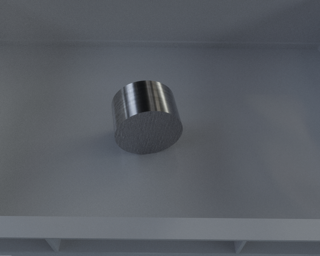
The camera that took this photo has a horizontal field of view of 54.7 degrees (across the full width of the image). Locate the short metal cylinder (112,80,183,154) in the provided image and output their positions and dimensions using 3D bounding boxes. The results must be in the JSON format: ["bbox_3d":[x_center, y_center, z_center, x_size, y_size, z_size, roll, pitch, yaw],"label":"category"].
[{"bbox_3d":[-0.017,-0.011,0.379,0.081,0.080,0.050,-7,51,-7],"label":"short metal cylinder"}]
